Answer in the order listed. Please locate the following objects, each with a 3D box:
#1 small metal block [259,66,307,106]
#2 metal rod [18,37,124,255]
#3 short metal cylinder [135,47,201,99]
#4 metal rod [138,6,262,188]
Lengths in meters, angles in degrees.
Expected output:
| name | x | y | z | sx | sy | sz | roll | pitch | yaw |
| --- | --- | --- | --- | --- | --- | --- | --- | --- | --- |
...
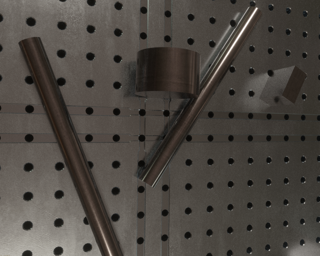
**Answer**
| name | x | y | z | sx | sy | sz | roll | pitch | yaw |
| --- | --- | --- | --- | --- | --- | --- | --- | --- | --- |
| small metal block | 0.186 | -0.063 | 0.470 | 0.025 | 0.050 | 0.050 | 30 | 80 | -18 |
| metal rod | -0.102 | 0.039 | 0.375 | 0.025 | 0.025 | 0.298 | -22 | 97 | -19 |
| short metal cylinder | 0.010 | -0.066 | 0.388 | 0.081 | 0.080 | 0.050 | 3 | 89 | -20 |
| metal rod | 0.062 | -0.050 | 0.436 | 0.025 | 0.025 | 0.300 | 37 | 78 | -17 |
